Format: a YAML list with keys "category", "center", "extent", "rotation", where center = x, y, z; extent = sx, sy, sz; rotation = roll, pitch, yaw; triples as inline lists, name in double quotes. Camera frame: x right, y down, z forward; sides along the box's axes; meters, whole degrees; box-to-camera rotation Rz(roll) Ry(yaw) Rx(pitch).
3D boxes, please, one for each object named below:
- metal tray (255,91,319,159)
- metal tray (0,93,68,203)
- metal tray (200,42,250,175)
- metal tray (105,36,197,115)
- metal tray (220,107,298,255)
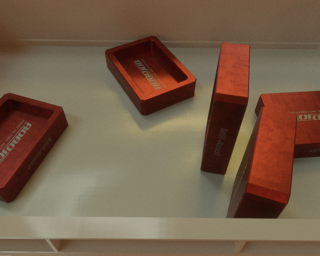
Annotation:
- category: "metal tray"
  center: [0.204, -0.007, 0.411]
  extent: [0.131, 0.030, 0.090]
  rotation: [-3, 50, -4]
- category: "metal tray"
  center: [-0.188, 0.018, 0.383]
  extent: [0.090, 0.030, 0.130]
  rotation: [15, 51, 12]
- category: "metal tray"
  center: [0.073, -0.018, 0.353]
  extent: [0.030, 0.129, 0.090]
  rotation: [9, 51, 7]
- category: "metal tray"
  center: [-0.017, -0.085, 0.472]
  extent: [0.091, 0.030, 0.130]
  rotation: [-23, 54, -19]
- category: "metal tray"
  center: [0.090, 0.055, 0.292]
  extent: [0.030, 0.129, 0.090]
  rotation: [15, 52, 12]
